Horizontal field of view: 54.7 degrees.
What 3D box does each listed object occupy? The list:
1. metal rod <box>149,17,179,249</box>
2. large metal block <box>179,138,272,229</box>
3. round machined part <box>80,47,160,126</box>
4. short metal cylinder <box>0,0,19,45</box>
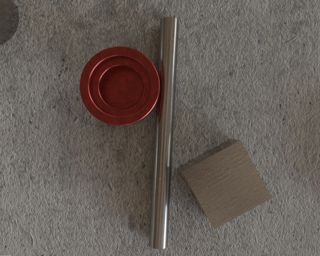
[{"bbox_3d":[0.005,0.006,0.410,0.025,0.025,0.298,3,90,-1],"label":"metal rod"},{"bbox_3d":[0.081,0.068,0.399,0.080,0.050,0.080,-29,90,0],"label":"large metal block"},{"bbox_3d":[-0.049,-0.051,0.400,0.099,0.042,0.097,0,90,1],"label":"round machined part"},{"bbox_3d":[-0.231,-0.149,0.394,0.081,0.050,0.079,0,90,-1],"label":"short metal cylinder"}]
